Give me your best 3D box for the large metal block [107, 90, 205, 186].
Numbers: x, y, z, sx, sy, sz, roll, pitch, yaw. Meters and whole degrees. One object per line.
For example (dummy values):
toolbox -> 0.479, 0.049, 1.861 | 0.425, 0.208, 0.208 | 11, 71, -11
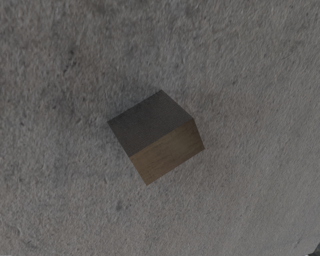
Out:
large metal block -> -0.006, 0.008, 0.372 | 0.080, 0.080, 0.050 | -32, 129, -8
